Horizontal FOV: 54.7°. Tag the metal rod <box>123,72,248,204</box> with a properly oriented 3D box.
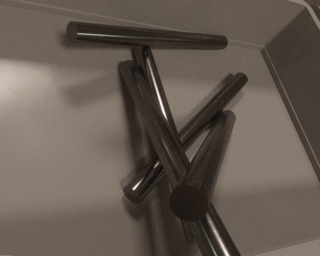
[{"bbox_3d":[0.054,-0.005,0.439,0.025,0.025,0.302,45,51,2],"label":"metal rod"}]

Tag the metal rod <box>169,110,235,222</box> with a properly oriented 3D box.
[{"bbox_3d":[0.061,0.016,0.336,0.025,0.025,0.301,46,21,3],"label":"metal rod"}]

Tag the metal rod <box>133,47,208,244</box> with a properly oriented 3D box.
[{"bbox_3d":[0.004,-0.010,0.389,0.025,0.025,0.299,3,52,-27],"label":"metal rod"}]

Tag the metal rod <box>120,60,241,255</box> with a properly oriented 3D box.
[{"bbox_3d":[0.001,0.006,0.327,0.025,0.025,0.300,5,35,-26],"label":"metal rod"}]

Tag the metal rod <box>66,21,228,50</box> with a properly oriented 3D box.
[{"bbox_3d":[0.006,-0.133,0.461,0.302,0.025,0.025,-12,68,-43],"label":"metal rod"}]
